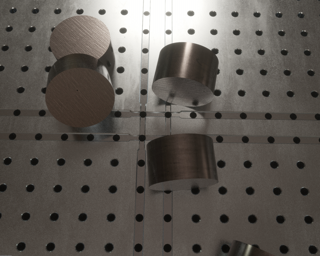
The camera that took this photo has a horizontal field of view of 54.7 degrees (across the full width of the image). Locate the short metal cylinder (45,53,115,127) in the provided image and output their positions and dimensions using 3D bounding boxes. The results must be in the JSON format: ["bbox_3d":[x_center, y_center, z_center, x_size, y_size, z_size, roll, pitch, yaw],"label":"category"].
[{"bbox_3d":[-0.101,-0.048,0.391,0.081,0.080,0.050,-16,35,-6],"label":"short metal cylinder"}]

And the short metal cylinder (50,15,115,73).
[{"bbox_3d":[-0.107,-0.110,0.437,0.081,0.050,0.080,0,70,0],"label":"short metal cylinder"}]

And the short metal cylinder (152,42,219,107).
[{"bbox_3d":[0.034,-0.068,0.408,0.080,0.080,0.050,10,71,3],"label":"short metal cylinder"}]

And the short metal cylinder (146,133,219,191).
[{"bbox_3d":[0.026,0.043,0.367,0.081,0.080,0.050,-4,70,-2],"label":"short metal cylinder"}]

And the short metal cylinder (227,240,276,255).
[{"bbox_3d":[0.106,0.160,0.325,0.080,0.080,0.050,24,72,8],"label":"short metal cylinder"}]
